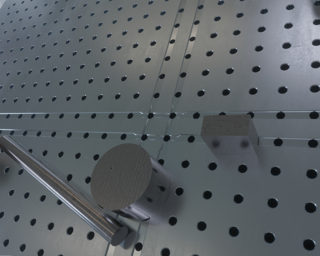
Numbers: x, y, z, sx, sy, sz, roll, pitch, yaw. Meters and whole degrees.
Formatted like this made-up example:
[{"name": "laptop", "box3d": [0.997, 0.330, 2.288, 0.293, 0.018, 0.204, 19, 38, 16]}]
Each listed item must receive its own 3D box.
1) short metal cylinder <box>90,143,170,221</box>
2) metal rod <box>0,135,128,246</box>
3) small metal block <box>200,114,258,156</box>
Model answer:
[{"name": "short metal cylinder", "box3d": [-0.035, 0.065, 0.371, 0.080, 0.050, 0.080, -13, 56, 21]}, {"name": "metal rod", "box3d": [-0.157, 0.074, 0.444, 0.300, 0.025, 0.025, 24, 75, 36]}, {"name": "small metal block", "box3d": [0.079, 0.009, 0.346, 0.050, 0.050, 0.025, -1, 62, 28]}]
